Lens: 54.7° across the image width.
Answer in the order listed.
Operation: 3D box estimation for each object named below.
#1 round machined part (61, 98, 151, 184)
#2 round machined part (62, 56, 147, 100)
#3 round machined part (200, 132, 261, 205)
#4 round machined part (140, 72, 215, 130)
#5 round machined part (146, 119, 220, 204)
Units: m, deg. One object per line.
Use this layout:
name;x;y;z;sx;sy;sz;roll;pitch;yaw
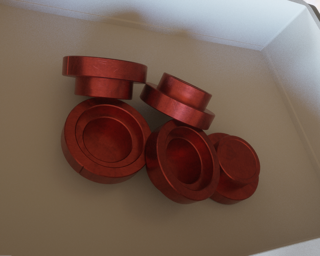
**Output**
round machined part;-0.061;0.017;0.349;0.099;0.042;0.098;14;56;-21
round machined part;-0.066;-0.057;0.370;0.099;0.098;0.042;2;96;-27
round machined part;0.094;0.049;0.415;0.099;0.042;0.098;14;56;-21
round machined part;0.027;-0.038;0.397;0.098;0.042;0.098;25;11;-5
round machined part;0.022;0.041;0.366;0.099;0.042;0.098;21;55;-34
